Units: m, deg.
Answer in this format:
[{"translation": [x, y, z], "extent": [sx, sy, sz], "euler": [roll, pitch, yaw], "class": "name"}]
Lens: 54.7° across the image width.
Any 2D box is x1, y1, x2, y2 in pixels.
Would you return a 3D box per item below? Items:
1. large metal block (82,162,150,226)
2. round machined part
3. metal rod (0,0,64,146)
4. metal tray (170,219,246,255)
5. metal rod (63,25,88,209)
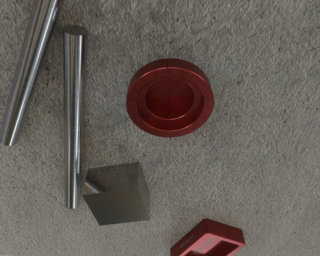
[{"translation": [-0.063, 0.103, 0.477], "extent": [0.080, 0.050, 0.080], "euler": [-9, 130, 6], "class": "large metal block"}, {"translation": [0.011, -0.039, 0.363], "extent": [0.099, 0.042, 0.097], "euler": [-1, 130, 0], "class": "round machined part"}, {"translation": [-0.134, -0.086, 0.331], "extent": [0.025, 0.025, 0.298], "euler": [22, 127, -18], "class": "metal rod"}, {"translation": [0.090, 0.232, 0.602], "extent": [0.091, 0.030, 0.129], "euler": [22, 127, -19], "class": "metal tray"}, {"translation": [-0.115, 0.010, 0.414], "extent": [0.025, 0.025, 0.298], "euler": [8, 130, -7], "class": "metal rod"}]
